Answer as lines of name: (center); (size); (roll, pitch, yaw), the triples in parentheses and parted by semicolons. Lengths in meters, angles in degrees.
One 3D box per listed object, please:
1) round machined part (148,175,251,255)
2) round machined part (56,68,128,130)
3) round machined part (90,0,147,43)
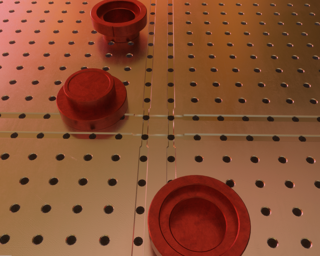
round machined part: (0.037, 0.100, 0.313); (0.099, 0.042, 0.098); (0, 50, 0)
round machined part: (-0.096, -0.047, 0.436); (0.099, 0.042, 0.098); (0, 50, 0)
round machined part: (-0.072, -0.190, 0.557); (0.099, 0.042, 0.098); (0, 50, 0)
